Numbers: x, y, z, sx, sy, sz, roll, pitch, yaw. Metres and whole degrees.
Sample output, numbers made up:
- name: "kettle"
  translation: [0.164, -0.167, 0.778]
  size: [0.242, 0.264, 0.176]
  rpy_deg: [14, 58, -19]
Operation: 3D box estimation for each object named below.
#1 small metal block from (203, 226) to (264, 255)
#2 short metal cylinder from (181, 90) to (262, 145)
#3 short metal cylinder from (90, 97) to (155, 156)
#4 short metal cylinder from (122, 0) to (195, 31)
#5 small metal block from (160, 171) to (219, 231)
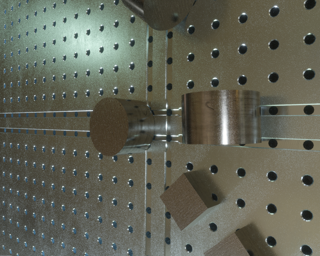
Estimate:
- name: "small metal block"
  translation: [0.085, 0.146, 0.340]
  size: [0.050, 0.025, 0.050]
  rpy_deg: [-48, 62, 29]
- name: "short metal cylinder"
  translation: [0.063, -0.010, 0.322]
  size: [0.080, 0.081, 0.050]
  rpy_deg: [-2, 89, 40]
- name: "short metal cylinder"
  translation: [-0.054, -0.002, 0.438]
  size: [0.080, 0.050, 0.080]
  rpy_deg: [0, 90, 40]
- name: "short metal cylinder"
  translation: [-0.001, -0.167, 0.375]
  size: [0.050, 0.081, 0.080]
  rpy_deg: [46, 118, 30]
- name: "small metal block"
  translation: [0.035, 0.089, 0.381]
  size: [0.050, 0.025, 0.050]
  rpy_deg: [-50, 61, 28]
